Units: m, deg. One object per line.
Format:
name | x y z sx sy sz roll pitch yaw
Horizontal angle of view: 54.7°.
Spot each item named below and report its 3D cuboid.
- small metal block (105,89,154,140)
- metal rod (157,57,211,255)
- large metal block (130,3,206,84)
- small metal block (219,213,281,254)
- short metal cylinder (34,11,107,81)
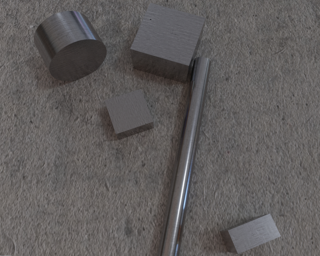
small metal block | -0.041 -0.018 0.414 0.050 0.025 0.050 -19 71 -7
metal rod | 0.031 0.043 0.392 0.025 0.025 0.299 11 70 3
large metal block | 0.012 -0.119 0.439 0.080 0.050 0.080 17 71 6
small metal block | 0.100 0.120 0.352 0.050 0.050 0.025 -19 72 -7
short metal cylinder | -0.120 -0.108 0.417 0.080 0.080 0.050 -29 73 -10
